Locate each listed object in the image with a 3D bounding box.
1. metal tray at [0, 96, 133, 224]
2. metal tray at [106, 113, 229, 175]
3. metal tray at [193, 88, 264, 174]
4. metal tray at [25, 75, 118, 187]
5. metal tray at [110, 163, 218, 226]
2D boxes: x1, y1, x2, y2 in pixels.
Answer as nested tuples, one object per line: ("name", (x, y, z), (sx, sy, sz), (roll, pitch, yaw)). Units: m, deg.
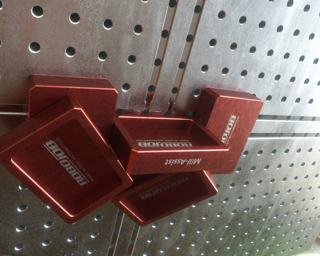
("metal tray", (-0.098, 0.040, 0.339), (0.090, 0.030, 0.130), (-33, 130, -7))
("metal tray", (0.008, 0.017, 0.384), (0.131, 0.090, 0.030), (1, 118, -30))
("metal tray", (0.090, 0.009, 0.463), (0.091, 0.030, 0.129), (3, 117, -30))
("metal tray", (-0.105, 0.007, 0.356), (0.091, 0.030, 0.129), (-1, 120, -28))
("metal tray", (0.006, 0.086, 0.442), (0.130, 0.030, 0.090), (-26, 131, 10))
